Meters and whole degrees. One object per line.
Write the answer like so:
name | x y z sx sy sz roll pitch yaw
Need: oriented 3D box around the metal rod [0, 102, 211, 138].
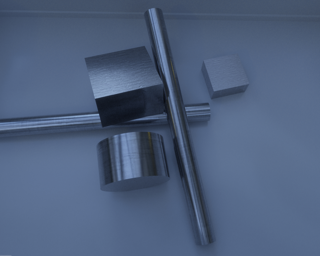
metal rod | -0.085 -0.010 0.412 0.302 0.025 0.025 -5 70 -2

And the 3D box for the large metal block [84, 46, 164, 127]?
large metal block | -0.046 -0.055 0.400 0.081 0.050 0.080 -14 50 -10

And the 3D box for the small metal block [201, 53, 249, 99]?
small metal block | 0.091 -0.073 0.437 0.050 0.025 0.050 -13 71 -5

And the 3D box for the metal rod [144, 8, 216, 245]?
metal rod | 0.022 -0.010 0.388 0.025 0.025 0.299 -11 80 -5

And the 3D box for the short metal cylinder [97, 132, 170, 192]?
short metal cylinder | -0.032 0.042 0.365 0.081 0.080 0.050 -9 71 -4
